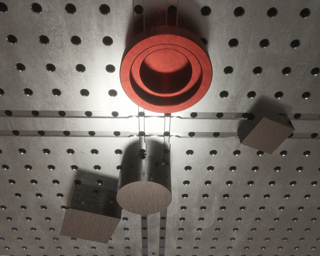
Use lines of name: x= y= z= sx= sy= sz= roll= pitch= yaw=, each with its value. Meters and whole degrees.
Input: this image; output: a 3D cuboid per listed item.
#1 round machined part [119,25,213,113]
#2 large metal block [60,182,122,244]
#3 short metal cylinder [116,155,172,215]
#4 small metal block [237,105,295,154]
round machined part: x=0.006 y=-0.067 z=0.344 sx=0.099 sy=0.042 sz=0.097 roll=-1 pitch=130 yaw=0
large metal block: x=-0.113 y=0.143 z=0.516 sx=0.081 sy=0.050 sz=0.079 roll=17 pitch=128 yaw=-14
short metal cylinder: x=-0.023 y=0.087 z=0.469 sx=0.081 sy=0.050 sz=0.079 roll=0 pitch=130 yaw=0
small metal block: x=0.142 y=0.004 z=0.417 sx=0.050 sy=0.025 sz=0.050 roll=19 pitch=127 yaw=-16
